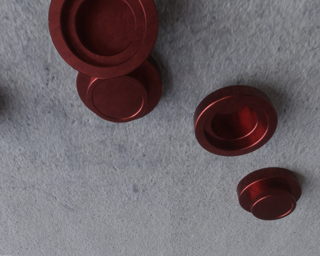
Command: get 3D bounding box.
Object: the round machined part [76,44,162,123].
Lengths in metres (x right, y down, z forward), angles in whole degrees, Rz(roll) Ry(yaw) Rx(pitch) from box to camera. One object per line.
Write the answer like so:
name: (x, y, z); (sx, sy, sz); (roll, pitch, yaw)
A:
round machined part: (-0.047, -0.044, 0.358); (0.099, 0.042, 0.097); (-1, 130, 0)

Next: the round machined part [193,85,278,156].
round machined part: (0.091, -0.013, 0.387); (0.099, 0.042, 0.097); (-1, 130, 0)

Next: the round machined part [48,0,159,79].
round machined part: (-0.050, -0.098, 0.296); (0.099, 0.042, 0.097); (0, 104, 1)

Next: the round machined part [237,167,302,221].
round machined part: (0.176, 0.111, 0.493); (0.099, 0.042, 0.097); (-1, 130, 0)
